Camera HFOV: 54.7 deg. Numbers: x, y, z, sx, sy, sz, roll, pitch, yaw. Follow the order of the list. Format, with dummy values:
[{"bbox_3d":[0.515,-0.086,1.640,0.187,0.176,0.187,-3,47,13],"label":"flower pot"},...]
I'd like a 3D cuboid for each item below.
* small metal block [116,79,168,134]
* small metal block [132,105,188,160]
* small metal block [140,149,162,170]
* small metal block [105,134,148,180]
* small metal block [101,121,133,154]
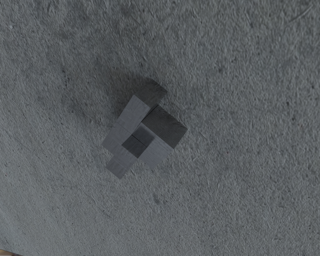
[{"bbox_3d":[-0.022,-0.027,0.385,0.025,0.050,0.050,40,129,1],"label":"small metal block"},{"bbox_3d":[0.001,0.005,0.393,0.050,0.050,0.025,40,129,0],"label":"small metal block"},{"bbox_3d":[-0.011,0.021,0.426,0.050,0.025,0.050,40,129,0],"label":"small metal block"},{"bbox_3d":[-0.037,0.031,0.397,0.025,0.050,0.050,40,129,1],"label":"small metal block"},{"bbox_3d":[-0.046,0.003,0.416,0.025,0.050,0.050,40,129,1],"label":"small metal block"}]
